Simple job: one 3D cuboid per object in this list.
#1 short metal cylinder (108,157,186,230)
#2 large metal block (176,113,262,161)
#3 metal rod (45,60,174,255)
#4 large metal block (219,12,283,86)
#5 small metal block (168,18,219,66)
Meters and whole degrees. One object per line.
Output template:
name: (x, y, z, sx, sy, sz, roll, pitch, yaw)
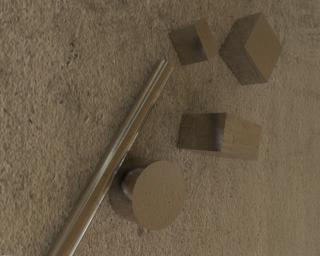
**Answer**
short metal cylinder: (-0.015, 0.077, 0.376, 0.081, 0.050, 0.080, 0, 90, -40)
large metal block: (0.083, 0.013, 0.439, 0.081, 0.080, 0.050, 16, 80, -39)
metal rod: (-0.057, 0.043, 0.356, 0.025, 0.025, 0.300, 41, 65, -32)
large metal block: (0.152, -0.129, 0.515, 0.080, 0.050, 0.080, 44, 63, -31)
small metal block: (0.046, -0.117, 0.426, 0.025, 0.050, 0.050, -39, 114, -33)
